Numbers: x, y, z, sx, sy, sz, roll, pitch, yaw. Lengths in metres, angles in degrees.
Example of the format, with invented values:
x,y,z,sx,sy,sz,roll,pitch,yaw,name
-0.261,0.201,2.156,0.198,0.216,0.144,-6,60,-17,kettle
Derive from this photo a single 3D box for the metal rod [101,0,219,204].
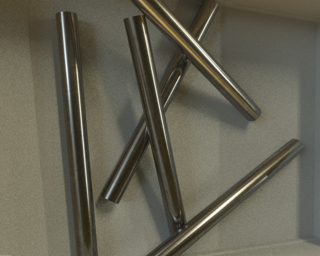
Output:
x,y,z,sx,sy,sz,roll,pitch,yaw,name
0.005,-0.042,0.411,0.025,0.025,0.299,30,80,-18,metal rod

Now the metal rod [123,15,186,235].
x,y,z,sx,sy,sz,roll,pitch,yaw,name
0.000,0.017,0.386,0.025,0.025,0.298,-17,105,-19,metal rod

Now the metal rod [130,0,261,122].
x,y,z,sx,sy,sz,roll,pitch,yaw,name
0.040,-0.097,0.381,0.301,0.025,0.025,37,78,-33,metal rod

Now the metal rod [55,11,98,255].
x,y,z,sx,sy,sz,roll,pitch,yaw,name
-0.100,0.014,0.373,0.025,0.025,0.298,-5,92,-20,metal rod

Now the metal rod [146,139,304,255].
x,y,z,sx,sy,sz,roll,pitch,yaw,name
0.099,0.098,0.426,0.302,0.025,0.025,-31,100,-25,metal rod
